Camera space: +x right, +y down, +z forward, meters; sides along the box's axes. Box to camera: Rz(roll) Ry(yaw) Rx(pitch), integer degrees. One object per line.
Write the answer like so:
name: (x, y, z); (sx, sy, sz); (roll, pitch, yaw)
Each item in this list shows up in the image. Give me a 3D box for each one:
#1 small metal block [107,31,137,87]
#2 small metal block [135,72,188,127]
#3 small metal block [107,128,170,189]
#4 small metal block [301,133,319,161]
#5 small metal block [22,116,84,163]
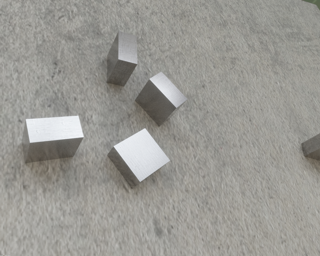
small metal block: (-0.052, -0.093, 0.418); (0.025, 0.050, 0.050); (10, 57, -23)
small metal block: (0.001, -0.038, 0.413); (0.050, 0.050, 0.025); (47, 51, 4)
small metal block: (-0.025, 0.036, 0.370); (0.050, 0.025, 0.050); (-31, 79, -38)
small metal block: (0.279, 0.032, 0.522); (0.050, 0.050, 0.025); (16, 56, -20)
small metal block: (-0.112, 0.012, 0.321); (0.050, 0.050, 0.025); (-6, 65, -31)
